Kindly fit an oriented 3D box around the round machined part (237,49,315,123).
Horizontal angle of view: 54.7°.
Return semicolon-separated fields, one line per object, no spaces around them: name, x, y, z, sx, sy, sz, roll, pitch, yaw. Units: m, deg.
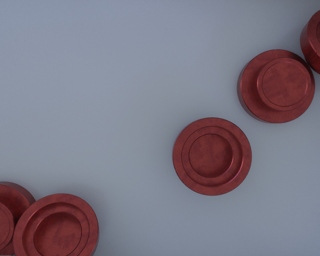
round machined part;0.155;-0.055;0.405;0.099;0.042;0.097;0;90;-1

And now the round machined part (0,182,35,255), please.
round machined part;-0.213;0.121;0.400;0.099;0.042;0.097;0;90;-1

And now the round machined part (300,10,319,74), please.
round machined part;0.227;-0.103;0.395;0.099;0.042;0.098;1;69;-3

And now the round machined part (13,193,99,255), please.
round machined part;-0.126;0.136;0.387;0.099;0.042;0.098;3;58;-5

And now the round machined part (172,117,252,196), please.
round machined part;0.065;0.035;0.404;0.099;0.042;0.097;0;90;-1
